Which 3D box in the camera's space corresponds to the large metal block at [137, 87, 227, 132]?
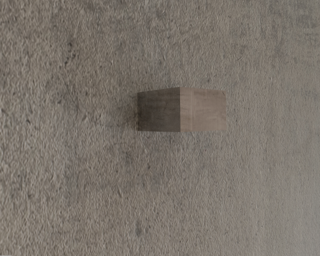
[{"bbox_3d":[0.027,-0.022,0.395,0.081,0.080,0.050,-2,92,-40],"label":"large metal block"}]
